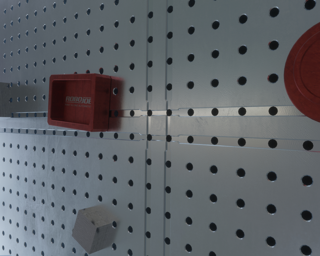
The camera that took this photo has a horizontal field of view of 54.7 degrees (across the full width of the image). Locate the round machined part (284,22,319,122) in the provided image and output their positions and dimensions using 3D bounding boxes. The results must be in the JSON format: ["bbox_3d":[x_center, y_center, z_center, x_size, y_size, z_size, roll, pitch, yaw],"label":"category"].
[{"bbox_3d":[0.157,-0.050,0.269,0.098,0.042,0.097,0,90,40],"label":"round machined part"}]

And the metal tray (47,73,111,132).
[{"bbox_3d":[-0.139,-0.044,0.520,0.130,0.030,0.089,7,94,39],"label":"metal tray"}]

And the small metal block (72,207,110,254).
[{"bbox_3d":[-0.113,0.166,0.503,0.050,0.025,0.050,28,108,36],"label":"small metal block"}]

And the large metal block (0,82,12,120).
[{"bbox_3d":[-0.386,-0.060,0.692,0.050,0.081,0.080,-11,83,39],"label":"large metal block"}]
